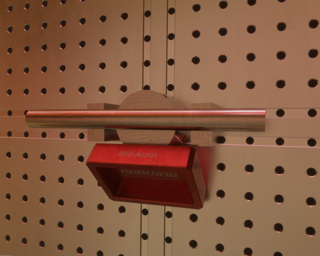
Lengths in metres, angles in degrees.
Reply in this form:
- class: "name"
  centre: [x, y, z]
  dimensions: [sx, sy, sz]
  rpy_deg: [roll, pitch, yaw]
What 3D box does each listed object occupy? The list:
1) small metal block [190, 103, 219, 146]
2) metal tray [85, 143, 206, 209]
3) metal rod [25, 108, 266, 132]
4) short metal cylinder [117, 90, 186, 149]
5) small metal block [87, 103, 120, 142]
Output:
- class: "small metal block"
  centre: [0.056, -0.004, 0.380]
  dimensions: [0.025, 0.050, 0.050]
  rpy_deg: [-1, 90, 20]
- class: "metal tray"
  centre: [-0.015, 0.060, 0.385]
  dimensions: [0.130, 0.090, 0.030]
  rpy_deg: [1, 47, 20]
- class: "metal rod"
  centre: [-0.033, -0.010, 0.371]
  dimensions: [0.301, 0.025, 0.025]
  rpy_deg: [1, 90, 20]
- class: "short metal cylinder"
  centre: [-0.010, -0.007, 0.402]
  dimensions: [0.080, 0.050, 0.080]
  rpy_deg: [0, 90, 20]
- class: "small metal block"
  centre: [-0.075, -0.007, 0.426]
  dimensions: [0.025, 0.050, 0.050]
  rpy_deg: [-1, 90, 20]
